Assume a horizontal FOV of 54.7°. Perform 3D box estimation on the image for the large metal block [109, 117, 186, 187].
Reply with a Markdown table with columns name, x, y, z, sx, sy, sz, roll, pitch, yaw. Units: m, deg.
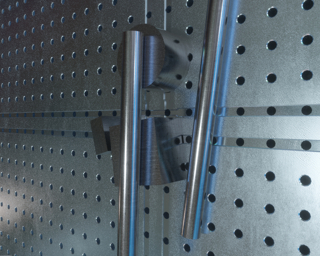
| name | x | y | z | sx | sy | sz | roll | pitch | yaw |
| --- | --- | --- | --- | --- | --- | --- | --- | --- | --- |
| large metal block | -0.017 | 0.032 | 0.405 | 0.080 | 0.050 | 0.080 | -11 | 83 | 39 |

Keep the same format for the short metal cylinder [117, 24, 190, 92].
| name | x | y | z | sx | sy | sz | roll | pitch | yaw |
| --- | --- | --- | --- | --- | --- | --- | --- | --- | --- |
| short metal cylinder | -0.009 | -0.088 | 0.399 | 0.080 | 0.050 | 0.079 | 0 | 90 | 39 |

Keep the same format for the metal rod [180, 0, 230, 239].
| name | x | y | z | sx | sy | sz | roll | pitch | yaw |
| --- | --- | --- | --- | --- | --- | --- | --- | --- | --- |
| metal rod | 0.053 | -0.018 | 0.363 | 0.025 | 0.025 | 0.298 | 10 | 97 | 39 |

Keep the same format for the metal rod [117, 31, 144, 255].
| name | x | y | z | sx | sy | sz | roll | pitch | yaw |
| --- | --- | --- | --- | --- | --- | --- | --- | --- | --- |
| metal rod | -0.036 | 0.037 | 0.371 | 0.025 | 0.025 | 0.298 | 3 | 92 | 39 |

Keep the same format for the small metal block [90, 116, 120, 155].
| name | x | y | z | sx | sy | sz | roll | pitch | yaw |
| --- | --- | --- | --- | --- | --- | --- | --- | --- | --- |
| small metal block | -0.069 | 0.010 | 0.447 | 0.025 | 0.050 | 0.050 | -20 | 77 | 38 |
